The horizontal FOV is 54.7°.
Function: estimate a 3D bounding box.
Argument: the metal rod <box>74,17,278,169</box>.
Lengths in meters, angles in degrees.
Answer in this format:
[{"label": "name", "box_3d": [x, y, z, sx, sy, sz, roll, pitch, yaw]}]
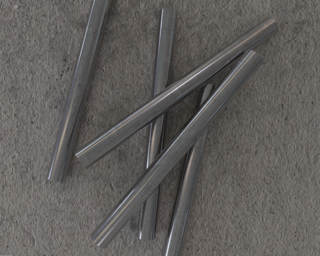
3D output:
[{"label": "metal rod", "box_3d": [0.027, -0.049, 0.388, 0.301, 0.025, 0.025, -36, 90, -9]}]

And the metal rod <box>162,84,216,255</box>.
[{"label": "metal rod", "box_3d": [0.033, 0.089, 0.410, 0.025, 0.025, 0.298, 12, 90, 0]}]

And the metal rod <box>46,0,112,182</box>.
[{"label": "metal rod", "box_3d": [-0.100, -0.077, 0.408, 0.025, 0.025, 0.298, 14, 90, 0]}]

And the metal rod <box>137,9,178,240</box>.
[{"label": "metal rod", "box_3d": [-0.003, -0.005, 0.409, 0.025, 0.025, 0.298, 6, 90, 0]}]

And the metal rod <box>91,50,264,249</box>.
[{"label": "metal rod", "box_3d": [0.021, 0.026, 0.383, 0.025, 0.025, 0.300, 40, 90, 0]}]
